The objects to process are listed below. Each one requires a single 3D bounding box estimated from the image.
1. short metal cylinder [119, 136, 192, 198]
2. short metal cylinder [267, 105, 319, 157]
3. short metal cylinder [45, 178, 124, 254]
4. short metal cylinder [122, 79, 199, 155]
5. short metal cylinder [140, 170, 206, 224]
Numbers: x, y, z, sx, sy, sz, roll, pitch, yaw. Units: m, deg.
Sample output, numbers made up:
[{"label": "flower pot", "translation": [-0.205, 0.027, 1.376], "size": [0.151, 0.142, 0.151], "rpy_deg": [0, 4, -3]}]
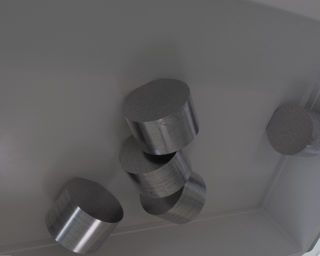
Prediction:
[{"label": "short metal cylinder", "translation": [-0.005, 0.042, 0.396], "size": [0.080, 0.080, 0.050], "rpy_deg": [-32, 129, -8]}, {"label": "short metal cylinder", "translation": [0.223, 0.006, 0.498], "size": [0.050, 0.080, 0.079], "rpy_deg": [8, 115, -32]}, {"label": "short metal cylinder", "translation": [-0.094, 0.108, 0.389], "size": [0.080, 0.080, 0.050], "rpy_deg": [28, 103, -38]}, {"label": "short metal cylinder", "translation": [0.002, -0.015, 0.365], "size": [0.080, 0.080, 0.050], "rpy_deg": [-29, 128, -10]}, {"label": "short metal cylinder", "translation": [0.018, 0.090, 0.438], "size": [0.050, 0.080, 0.080], "rpy_deg": [34, 99, -39]}]
